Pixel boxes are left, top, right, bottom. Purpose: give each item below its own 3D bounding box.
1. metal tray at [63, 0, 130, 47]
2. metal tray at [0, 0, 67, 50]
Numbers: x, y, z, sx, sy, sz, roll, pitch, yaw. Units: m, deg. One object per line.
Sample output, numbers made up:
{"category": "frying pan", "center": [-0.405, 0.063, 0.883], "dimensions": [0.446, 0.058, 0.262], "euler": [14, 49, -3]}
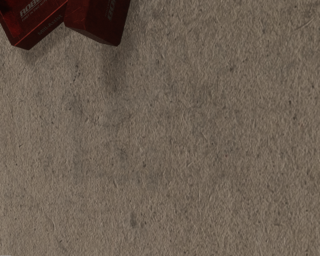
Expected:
{"category": "metal tray", "center": [-0.071, -0.180, 0.398], "dimensions": [0.030, 0.090, 0.129], "euler": [16, 95, 19]}
{"category": "metal tray", "center": [-0.187, -0.192, 0.470], "dimensions": [0.130, 0.030, 0.090], "euler": [-32, 80, 16]}
